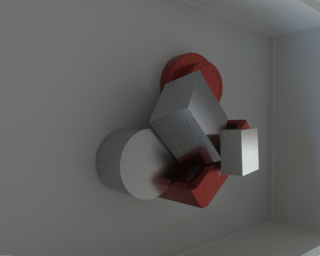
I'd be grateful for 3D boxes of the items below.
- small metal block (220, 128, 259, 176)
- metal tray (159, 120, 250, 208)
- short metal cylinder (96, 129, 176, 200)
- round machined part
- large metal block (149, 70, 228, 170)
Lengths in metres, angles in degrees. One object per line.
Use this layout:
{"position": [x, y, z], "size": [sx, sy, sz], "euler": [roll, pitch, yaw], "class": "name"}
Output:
{"position": [0.093, 0.026, 0.361], "size": [0.050, 0.025, 0.050], "euler": [-4, 92, -53], "class": "small metal block"}
{"position": [0.054, 0.040, 0.409], "size": [0.131, 0.090, 0.030], "euler": [-46, 117, -31], "class": "metal tray"}
{"position": [-0.027, 0.040, 0.367], "size": [0.081, 0.050, 0.079], "euler": [0, 90, -40], "class": "short metal cylinder"}
{"position": [0.051, -0.058, 0.438], "size": [0.099, 0.042, 0.097], "euler": [0, 90, -40], "class": "round machined part"}
{"position": [0.039, -0.010, 0.376], "size": [0.080, 0.050, 0.080], "euler": [54, 34, -27], "class": "large metal block"}
